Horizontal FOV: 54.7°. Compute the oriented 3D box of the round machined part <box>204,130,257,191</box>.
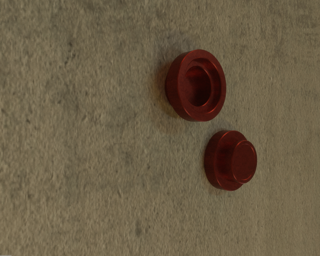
[{"bbox_3d":[0.119,0.052,0.497,0.099,0.042,0.097,0,90,-40],"label":"round machined part"}]

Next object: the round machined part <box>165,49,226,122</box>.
[{"bbox_3d":[0.046,-0.057,0.434,0.099,0.042,0.097,0,90,-40],"label":"round machined part"}]
